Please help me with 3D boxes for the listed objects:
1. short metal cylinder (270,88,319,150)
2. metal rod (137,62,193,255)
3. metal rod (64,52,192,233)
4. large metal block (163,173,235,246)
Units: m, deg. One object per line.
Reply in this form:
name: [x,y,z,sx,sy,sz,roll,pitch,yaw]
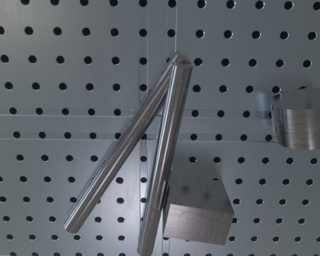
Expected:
short metal cylinder: [0.180,-0.014,0.381,0.080,0.080,0.050,-12,110,4]
metal rod: [0.001,0.060,0.421,0.025,0.025,0.298,9,115,-4]
metal rod: [-0.052,0.031,0.424,0.025,0.025,0.299,31,107,-11]
large metal block: [0.048,0.108,0.424,0.081,0.080,0.050,10,110,-4]
